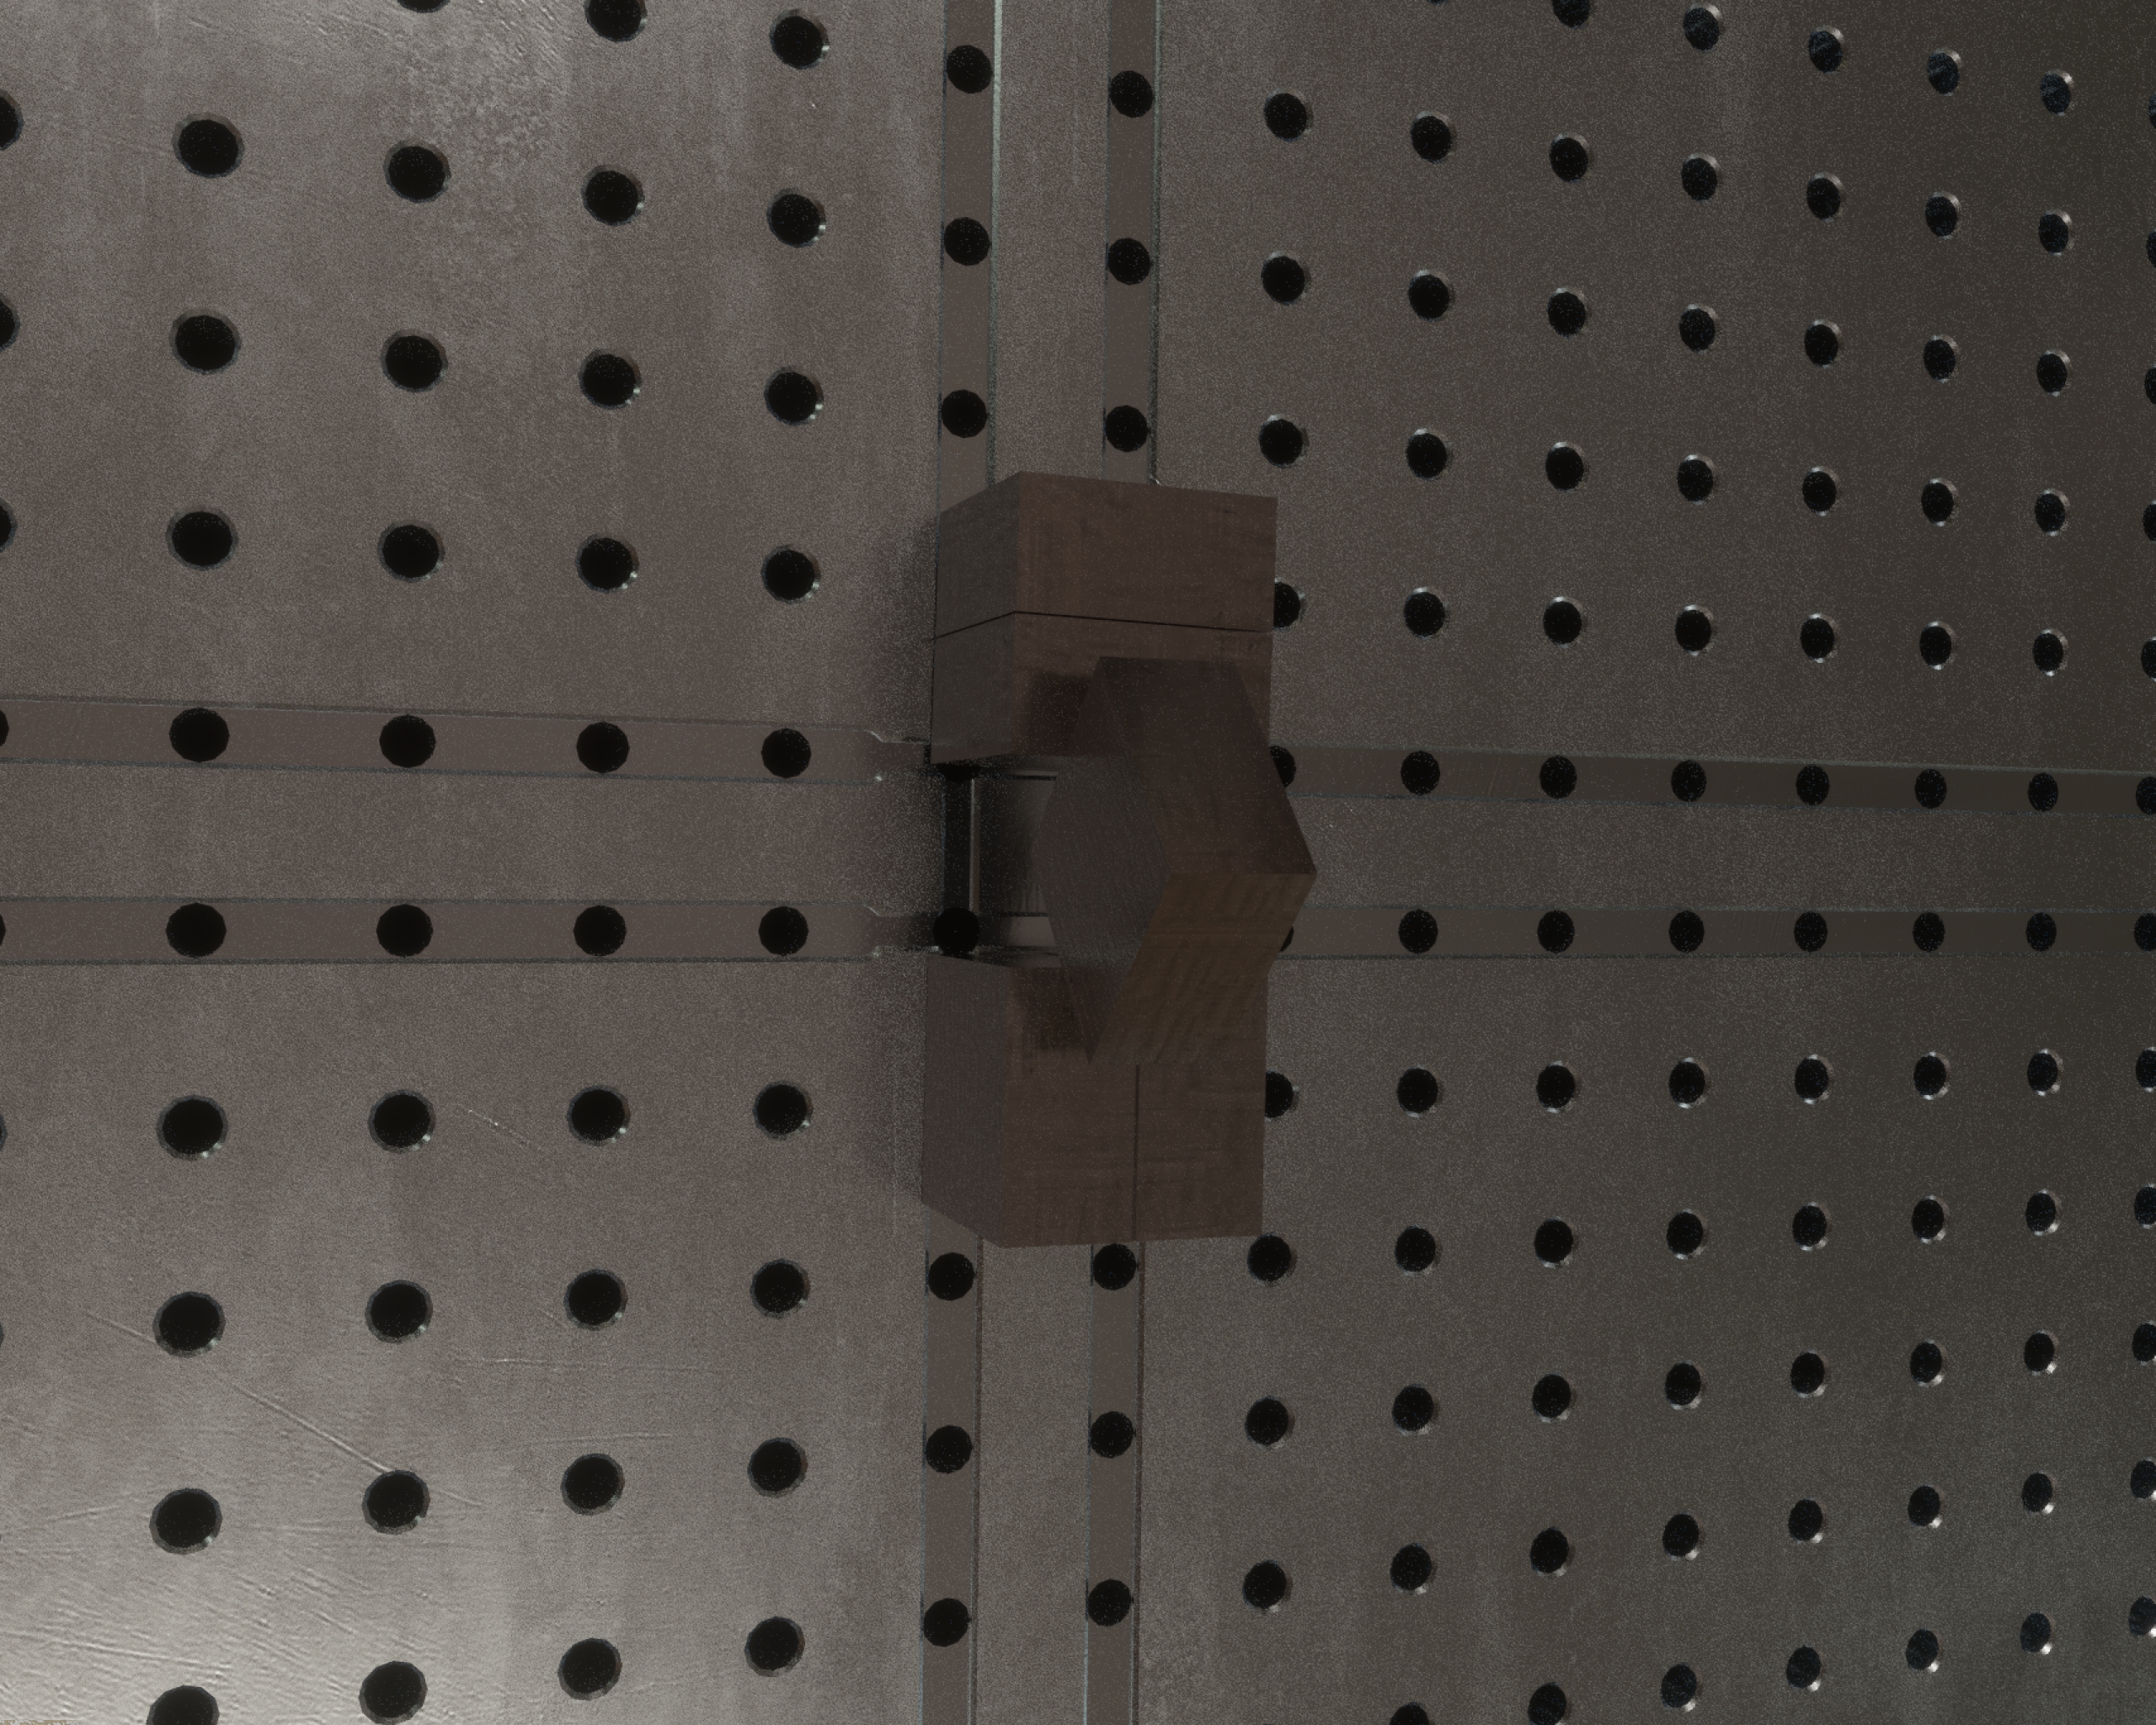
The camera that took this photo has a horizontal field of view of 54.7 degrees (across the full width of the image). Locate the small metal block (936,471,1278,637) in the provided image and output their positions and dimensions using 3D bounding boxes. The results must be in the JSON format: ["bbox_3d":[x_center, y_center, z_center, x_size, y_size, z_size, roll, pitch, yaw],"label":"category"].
[{"bbox_3d":[0.004,-0.056,0.401,0.050,0.050,0.025,2,90,-20],"label":"small metal block"}]

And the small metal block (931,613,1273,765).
[{"bbox_3d":[0.003,-0.031,0.401,0.050,0.050,0.025,2,90,-20],"label":"small metal block"}]

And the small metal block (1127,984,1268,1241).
[{"bbox_3d":[0.014,0.044,0.404,0.025,0.050,0.050,2,90,-20],"label":"small metal block"}]

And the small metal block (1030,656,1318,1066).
[{"bbox_3d":[0.015,0.000,0.362,0.025,0.050,0.050,1,48,-20],"label":"small metal block"}]

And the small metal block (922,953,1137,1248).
[{"bbox_3d":[-0.010,0.043,0.396,0.025,0.050,0.050,2,90,-20],"label":"small metal block"}]
